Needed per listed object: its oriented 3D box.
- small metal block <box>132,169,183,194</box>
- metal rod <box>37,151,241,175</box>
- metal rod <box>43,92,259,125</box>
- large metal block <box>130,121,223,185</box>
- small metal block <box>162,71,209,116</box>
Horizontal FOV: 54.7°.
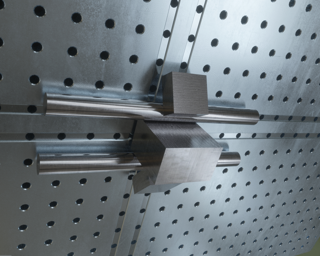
[{"bbox_3d":[-0.005,0.073,0.434,0.050,0.025,0.050,2,155,-30],"label":"small metal block"},{"bbox_3d":[-0.009,0.046,0.431,0.303,0.025,0.025,2,118,-30],"label":"metal rod"},{"bbox_3d":[0.011,-0.021,0.399,0.303,0.025,0.025,2,118,-30],"label":"metal rod"},{"bbox_3d":[0.019,0.025,0.396,0.081,0.080,0.050,2,118,-29],"label":"large metal block"},{"bbox_3d":[0.031,-0.040,0.384,0.050,0.025,0.050,1,84,-29],"label":"small metal block"}]
